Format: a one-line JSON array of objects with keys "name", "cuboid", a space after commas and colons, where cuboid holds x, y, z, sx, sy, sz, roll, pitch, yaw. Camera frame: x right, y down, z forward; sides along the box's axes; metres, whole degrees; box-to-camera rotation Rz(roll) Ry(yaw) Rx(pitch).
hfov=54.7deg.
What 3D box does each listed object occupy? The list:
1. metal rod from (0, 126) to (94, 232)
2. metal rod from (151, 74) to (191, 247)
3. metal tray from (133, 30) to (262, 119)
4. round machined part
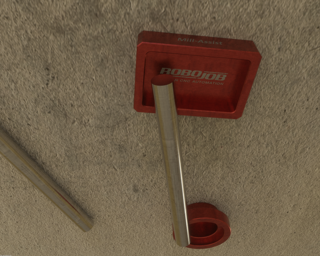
[{"name": "metal rod", "cuboid": [-0.186, 0.070, 0.463, 0.025, 0.025, 0.299, -18, 128, 14]}, {"name": "metal rod", "cuboid": [0.020, 0.066, 0.417, 0.025, 0.025, 0.298, -6, 127, 4]}, {"name": "metal tray", "cuboid": [0.038, -0.058, 0.355, 0.131, 0.030, 0.089, 4, 130, -4]}, {"name": "round machined part", "cuboid": [0.071, 0.167, 0.539, 0.099, 0.042, 0.097, -1, 130, 0]}]
